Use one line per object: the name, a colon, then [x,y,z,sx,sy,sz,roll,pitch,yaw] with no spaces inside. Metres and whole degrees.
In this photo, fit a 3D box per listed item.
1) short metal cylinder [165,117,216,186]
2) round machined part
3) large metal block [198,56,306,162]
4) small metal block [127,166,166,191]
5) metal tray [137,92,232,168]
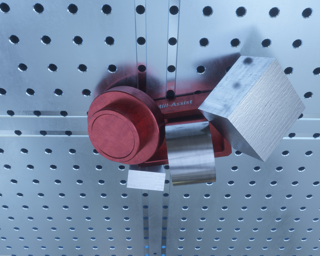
short metal cylinder: [0.037,0.029,0.379,0.050,0.080,0.080,-7,130,5]
round machined part: [-0.047,0.002,0.372,0.098,0.042,0.097,10,117,20]
large metal block: [0.104,-0.022,0.347,0.080,0.050,0.080,-51,121,-8]
small metal block: [-0.020,0.069,0.446,0.050,0.050,0.025,6,96,-5]
metal tray: [0.025,0.004,0.409,0.131,0.030,0.090,-9,130,7]
